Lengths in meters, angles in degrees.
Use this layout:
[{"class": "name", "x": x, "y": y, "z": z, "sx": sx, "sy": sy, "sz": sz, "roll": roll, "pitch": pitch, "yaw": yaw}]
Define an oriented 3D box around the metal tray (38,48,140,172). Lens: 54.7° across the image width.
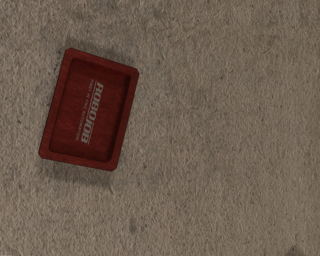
[{"class": "metal tray", "x": -0.085, "y": -0.020, "z": 0.375, "sx": 0.091, "sy": 0.030, "sz": 0.129, "roll": 15, "pitch": 85, "yaw": -20}]
